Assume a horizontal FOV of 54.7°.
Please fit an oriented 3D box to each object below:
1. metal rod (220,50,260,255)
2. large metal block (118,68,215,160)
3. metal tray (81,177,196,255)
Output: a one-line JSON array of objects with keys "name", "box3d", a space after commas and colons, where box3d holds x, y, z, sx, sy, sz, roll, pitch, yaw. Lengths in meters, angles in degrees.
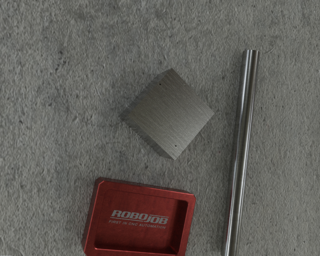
[{"name": "metal rod", "box3d": [0.118, 0.036, 0.452, 0.025, 0.025, 0.298, 8, 87, -20]}, {"name": "large metal block", "box3d": [0.008, -0.017, 0.399, 0.080, 0.050, 0.080, 45, 76, -15]}, {"name": "metal tray", "box3d": [-0.025, 0.118, 0.397, 0.131, 0.030, 0.090, 13, 86, -20]}]
